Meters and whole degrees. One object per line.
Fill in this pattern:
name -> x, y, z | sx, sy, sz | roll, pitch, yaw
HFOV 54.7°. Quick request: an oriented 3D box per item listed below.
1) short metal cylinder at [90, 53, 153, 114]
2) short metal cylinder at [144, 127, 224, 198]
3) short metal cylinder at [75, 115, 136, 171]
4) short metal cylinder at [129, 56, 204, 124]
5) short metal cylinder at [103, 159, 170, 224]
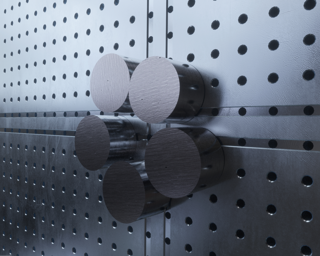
short metal cylinder -> -0.053, -0.061, 0.436 | 0.080, 0.050, 0.079 | 0, 90, 39
short metal cylinder -> 0.028, 0.039, 0.369 | 0.080, 0.050, 0.079 | 1, 92, 39
short metal cylinder -> -0.082, 0.021, 0.460 | 0.080, 0.050, 0.079 | 0, 91, 40
short metal cylinder -> 0.007, -0.045, 0.386 | 0.080, 0.050, 0.079 | 0, 91, 40
short metal cylinder -> -0.032, 0.083, 0.418 | 0.080, 0.050, 0.080 | 0, 89, 40
